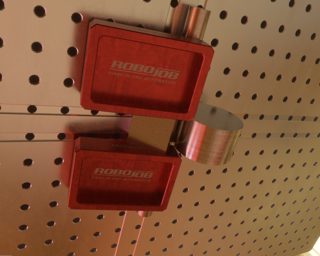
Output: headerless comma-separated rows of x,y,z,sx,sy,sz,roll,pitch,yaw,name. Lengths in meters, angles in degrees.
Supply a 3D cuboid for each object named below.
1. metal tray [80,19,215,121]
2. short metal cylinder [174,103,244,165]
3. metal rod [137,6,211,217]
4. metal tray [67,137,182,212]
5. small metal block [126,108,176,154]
-0.016,-0.060,0.340,0.131,0.030,0.089,6,116,-18,metal tray
0.063,0.006,0.410,0.081,0.080,0.050,0,119,-29,short metal cylinder
0.011,-0.004,0.410,0.025,0.025,0.298,0,118,-29,metal rod
-0.047,0.062,0.399,0.131,0.030,0.089,6,116,-18,metal tray
-0.010,-0.001,0.386,0.050,0.025,0.050,15,114,-1,small metal block
